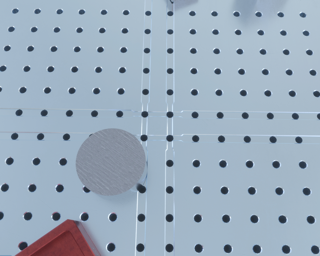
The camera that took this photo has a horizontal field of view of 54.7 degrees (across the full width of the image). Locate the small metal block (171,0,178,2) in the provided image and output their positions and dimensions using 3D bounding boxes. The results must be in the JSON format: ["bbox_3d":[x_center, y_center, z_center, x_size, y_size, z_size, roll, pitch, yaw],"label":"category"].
[{"bbox_3d":[0.032,-0.238,0.499,0.050,0.025,0.050,-24,72,-9],"label":"small metal block"}]

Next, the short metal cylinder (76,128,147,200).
[{"bbox_3d":[-0.057,0.046,0.381,0.081,0.050,0.080,0,70,0],"label":"short metal cylinder"}]

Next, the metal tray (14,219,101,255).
[{"bbox_3d":[-0.100,0.180,0.342,0.090,0.030,0.130,-34,74,-12],"label":"metal tray"}]
